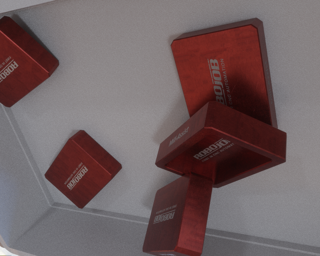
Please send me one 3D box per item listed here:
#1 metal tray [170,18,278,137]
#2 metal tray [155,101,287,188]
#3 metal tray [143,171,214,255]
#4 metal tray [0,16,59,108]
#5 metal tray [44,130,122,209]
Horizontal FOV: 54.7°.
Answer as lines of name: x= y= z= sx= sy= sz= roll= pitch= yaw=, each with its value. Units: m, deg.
metal tray: x=0.073 y=-0.044 z=0.340 sx=0.090 sy=0.030 sz=0.129 roll=-3 pitch=117 yaw=29
metal tray: x=0.060 y=0.026 z=0.342 sx=0.090 sy=0.030 sz=0.129 roll=22 pitch=151 yaw=-14
metal tray: x=0.019 y=0.116 z=0.398 sx=0.030 sy=0.090 sz=0.129 roll=21 pitch=153 yaw=-11
metal tray: x=-0.221 y=-0.089 z=0.449 sx=0.130 sy=0.030 sz=0.090 roll=-23 pitch=125 yaw=36
metal tray: x=-0.132 y=0.073 z=0.521 sx=0.090 sy=0.030 sz=0.129 roll=43 pitch=129 yaw=-2
